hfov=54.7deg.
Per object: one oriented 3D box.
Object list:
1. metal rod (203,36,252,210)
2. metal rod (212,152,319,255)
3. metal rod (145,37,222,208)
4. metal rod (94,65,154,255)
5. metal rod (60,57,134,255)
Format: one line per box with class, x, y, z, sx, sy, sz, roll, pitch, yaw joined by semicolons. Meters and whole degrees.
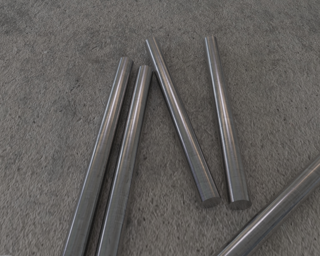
metal rod;0.086;-0.032;0.429;0.025;0.025;0.300;0;50;0
metal rod;0.090;0.111;0.310;0.302;0.025;0.025;-33;57;-25
metal rod;0.021;-0.031;0.428;0.025;0.025;0.300;-10;51;-9
metal rod;-0.038;0.028;0.379;0.025;0.025;0.300;5;50;4
metal rod;-0.068;0.012;0.392;0.025;0.025;0.300;5;50;4
